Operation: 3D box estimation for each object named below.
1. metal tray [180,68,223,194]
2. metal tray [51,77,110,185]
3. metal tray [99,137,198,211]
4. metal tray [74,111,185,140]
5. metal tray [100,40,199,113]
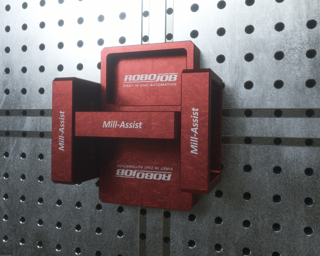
[{"bbox_3d":[0.050,0.003,0.359,0.030,0.090,0.129,1,90,20],"label":"metal tray"},{"bbox_3d":[-0.102,0.003,0.412,0.030,0.090,0.129,1,90,20],"label":"metal tray"},{"bbox_3d":[-0.017,0.057,0.413,0.130,0.030,0.089,1,90,19],"label":"metal tray"},{"bbox_3d":[-0.027,-0.004,0.385,0.130,0.090,0.030,1,91,19],"label":"metal tray"},{"bbox_3d":[-0.015,-0.064,0.414,0.130,0.030,0.089,1,90,19],"label":"metal tray"}]
